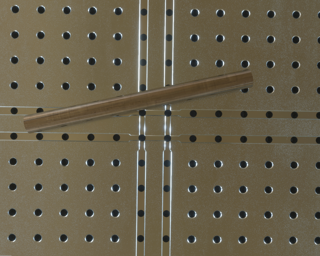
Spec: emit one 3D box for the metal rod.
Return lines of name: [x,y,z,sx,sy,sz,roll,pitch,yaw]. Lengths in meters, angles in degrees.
metal rod: [-0.027,-0.036,0.412,0.302,0.025,0.025,-12,90,-1]
